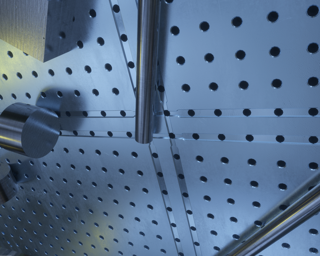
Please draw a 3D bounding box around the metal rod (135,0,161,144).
[{"bbox_3d":[-0.013,-0.109,0.350,0.025,0.025,0.298,17,125,18],"label":"metal rod"}]

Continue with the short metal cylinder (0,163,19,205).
[{"bbox_3d":[-0.334,0.114,0.623,0.080,0.080,0.050,6,121,25],"label":"short metal cylinder"}]

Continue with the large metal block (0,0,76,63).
[{"bbox_3d":[-0.159,-0.142,0.391,0.080,0.050,0.079,29,128,9],"label":"large metal block"}]

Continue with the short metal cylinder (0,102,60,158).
[{"bbox_3d":[-0.204,0.003,0.486,0.050,0.080,0.079,12,124,21],"label":"short metal cylinder"}]

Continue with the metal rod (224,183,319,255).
[{"bbox_3d":[0.143,0.153,0.429,0.025,0.025,0.298,35,129,5],"label":"metal rod"}]
